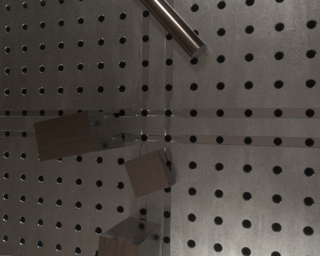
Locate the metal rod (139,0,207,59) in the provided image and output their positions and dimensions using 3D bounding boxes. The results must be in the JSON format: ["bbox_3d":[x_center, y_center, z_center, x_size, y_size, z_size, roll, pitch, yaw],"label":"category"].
[{"bbox_3d":[-0.042,-0.211,0.426,0.025,0.025,0.300,-42,77,15],"label":"metal rod"}]

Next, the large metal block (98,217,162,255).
[{"bbox_3d":[-0.038,0.169,0.396,0.050,0.080,0.079,7,92,19],"label":"large metal block"}]

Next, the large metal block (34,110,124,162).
[{"bbox_3d":[-0.106,0.011,0.419,0.080,0.080,0.050,-11,86,19],"label":"large metal block"}]

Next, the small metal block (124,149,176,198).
[{"bbox_3d":[-0.014,0.061,0.417,0.050,0.025,0.050,-22,83,18],"label":"small metal block"}]
